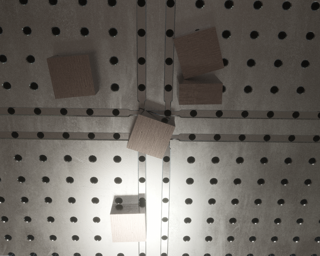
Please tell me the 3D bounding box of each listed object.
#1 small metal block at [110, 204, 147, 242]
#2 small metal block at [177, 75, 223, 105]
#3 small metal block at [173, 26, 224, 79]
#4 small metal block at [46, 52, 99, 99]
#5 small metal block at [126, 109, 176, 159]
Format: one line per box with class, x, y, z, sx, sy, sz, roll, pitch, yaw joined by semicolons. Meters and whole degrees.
small metal block;-0.047;0.143;0.465;0.050;0.025;0.050;-2;110;0
small metal block;0.047;-0.048;0.383;0.050;0.050;0.025;-1;110;0
small metal block;0.047;-0.093;0.380;0.050;0.025;0.050;-16;110;5
small metal block;-0.108;-0.066;0.388;0.050;0.025;0.050;-5;110;1
small metal block;-0.012;0.008;0.416;0.050;0.025;0.050;19;109;-7
